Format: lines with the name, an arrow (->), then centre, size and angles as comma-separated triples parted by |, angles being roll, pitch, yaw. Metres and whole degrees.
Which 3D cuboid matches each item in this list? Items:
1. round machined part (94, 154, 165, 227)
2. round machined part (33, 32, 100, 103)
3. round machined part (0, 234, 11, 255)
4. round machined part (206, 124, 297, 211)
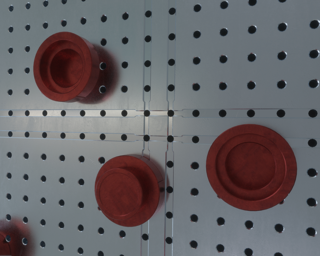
round machined part -> -0.047, 0.086, 0.421 | 0.098, 0.042, 0.097 | 0, 90, 20
round machined part -> -0.130, -0.085, 0.450 | 0.098, 0.042, 0.097 | 0, 90, 20
round machined part -> -0.287, 0.210, 0.506 | 0.098, 0.042, 0.097 | 0, 90, 20
round machined part -> 0.107, 0.044, 0.366 | 0.098, 0.042, 0.097 | 0, 90, 20
